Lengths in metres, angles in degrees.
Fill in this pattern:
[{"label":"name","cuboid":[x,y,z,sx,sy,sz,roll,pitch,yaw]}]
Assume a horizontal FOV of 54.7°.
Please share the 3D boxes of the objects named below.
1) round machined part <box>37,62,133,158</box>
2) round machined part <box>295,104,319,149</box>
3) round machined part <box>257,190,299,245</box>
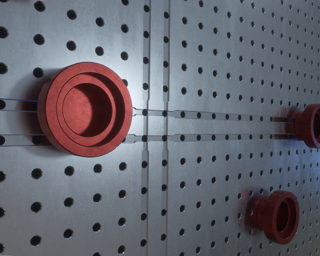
[{"label":"round machined part","cuboid":[-0.081,-0.019,0.331,0.099,0.042,0.097,0,90,-40]},{"label":"round machined part","cuboid":[0.333,-0.004,0.682,0.099,0.042,0.097,0,90,-40]},{"label":"round machined part","cuboid":[0.221,0.166,0.588,0.099,0.042,0.097,0,90,-40]}]
